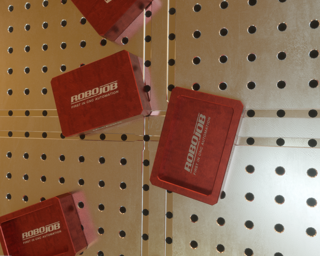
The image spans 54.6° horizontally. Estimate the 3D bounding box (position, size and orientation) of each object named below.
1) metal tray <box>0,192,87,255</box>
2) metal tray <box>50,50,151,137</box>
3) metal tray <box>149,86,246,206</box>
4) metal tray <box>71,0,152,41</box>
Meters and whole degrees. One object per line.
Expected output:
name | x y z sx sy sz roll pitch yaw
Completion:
metal tray | -0.184 0.162 0.475 0.130 0.030 0.090 -22 83 18
metal tray | -0.086 -0.046 0.441 0.130 0.030 0.090 -16 85 19
metal tray | 0.047 0.021 0.393 0.090 0.030 0.129 16 95 19
metal tray | -0.082 -0.202 0.440 0.090 0.030 0.130 -42 77 15
